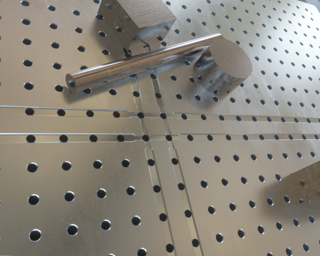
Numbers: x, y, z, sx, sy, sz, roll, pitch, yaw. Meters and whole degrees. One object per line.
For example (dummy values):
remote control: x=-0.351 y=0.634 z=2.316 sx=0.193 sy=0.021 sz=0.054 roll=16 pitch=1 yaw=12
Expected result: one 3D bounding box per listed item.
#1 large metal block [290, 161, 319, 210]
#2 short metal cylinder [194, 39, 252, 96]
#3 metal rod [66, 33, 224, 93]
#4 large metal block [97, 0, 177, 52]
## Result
large metal block: x=0.259 y=0.087 z=0.462 sx=0.081 sy=0.080 sz=0.050 roll=17 pitch=55 yaw=-19
short metal cylinder: x=0.104 y=-0.100 z=0.511 sx=0.081 sy=0.050 sz=0.080 roll=14 pitch=56 yaw=-21
metal rod: x=-0.002 y=-0.108 z=0.474 sx=0.302 sy=0.025 sz=0.025 roll=-26 pitch=76 yaw=-37
large metal block: x=-0.036 y=-0.174 z=0.481 sx=0.081 sy=0.050 sz=0.080 roll=-30 pitch=78 yaw=-38
